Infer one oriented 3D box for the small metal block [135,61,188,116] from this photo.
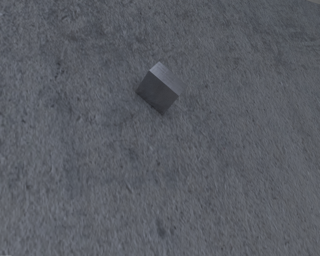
[{"bbox_3d":[0.001,-0.053,0.420,0.050,0.050,0.025,41,51,-1],"label":"small metal block"}]
